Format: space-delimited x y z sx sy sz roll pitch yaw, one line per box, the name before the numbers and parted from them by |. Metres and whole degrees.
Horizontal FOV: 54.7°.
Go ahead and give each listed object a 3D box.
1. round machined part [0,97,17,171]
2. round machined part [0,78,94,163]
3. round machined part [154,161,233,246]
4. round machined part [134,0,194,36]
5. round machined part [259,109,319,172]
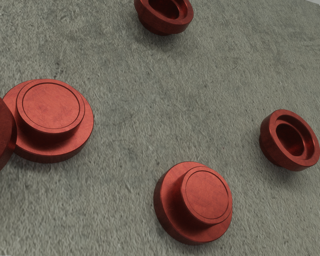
round machined part | -0.181 0.009 0.278 0.099 0.042 0.098 4 70 -10
round machined part | -0.120 -0.014 0.337 0.099 0.042 0.098 14 56 -21
round machined part | 0.046 0.084 0.366 0.099 0.042 0.098 14 56 -21
round machined part | 0.002 -0.192 0.511 0.099 0.042 0.098 14 56 -21
round machined part | 0.196 0.023 0.484 0.099 0.042 0.098 14 56 -21
